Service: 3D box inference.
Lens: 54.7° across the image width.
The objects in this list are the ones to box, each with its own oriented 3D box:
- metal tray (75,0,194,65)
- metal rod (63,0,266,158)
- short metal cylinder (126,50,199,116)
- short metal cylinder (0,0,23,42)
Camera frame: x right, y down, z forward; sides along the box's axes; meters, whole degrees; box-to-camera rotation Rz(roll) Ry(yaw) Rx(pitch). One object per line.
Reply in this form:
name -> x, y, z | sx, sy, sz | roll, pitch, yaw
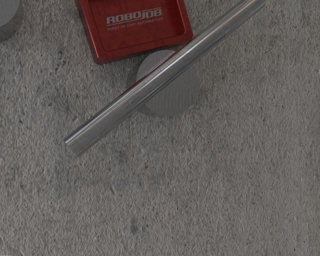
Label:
metal tray -> -0.031, -0.140, 0.394 | 0.131, 0.030, 0.090 | -19, 96, -19
metal rod -> 0.017, -0.073, 0.362 | 0.301, 0.025, 0.025 | -41, 103, -16
short metal cylinder -> 0.002, -0.054, 0.397 | 0.081, 0.050, 0.080 | 0, 90, -20
short metal cylinder -> -0.189, -0.135, 0.326 | 0.081, 0.050, 0.080 | 0, 90, -20
